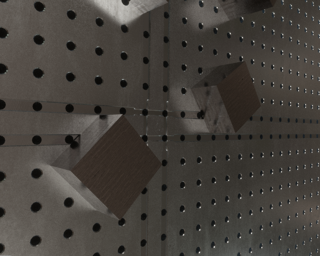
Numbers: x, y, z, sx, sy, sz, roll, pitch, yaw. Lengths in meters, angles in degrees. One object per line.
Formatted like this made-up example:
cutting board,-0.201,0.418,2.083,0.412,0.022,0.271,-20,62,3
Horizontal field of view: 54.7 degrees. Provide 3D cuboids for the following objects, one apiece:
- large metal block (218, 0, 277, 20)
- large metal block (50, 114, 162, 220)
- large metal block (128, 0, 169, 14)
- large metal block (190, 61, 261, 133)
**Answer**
large metal block,0.150,-0.230,0.501,0.050,0.080,0.080,48,62,-30
large metal block,-0.057,0.041,0.347,0.080,0.050,0.080,-51,120,-28
large metal block,-0.020,-0.203,0.377,0.080,0.050,0.080,33,70,-36
large metal block,0.105,-0.047,0.483,0.080,0.050,0.080,-40,115,-33
